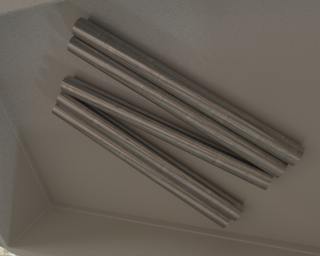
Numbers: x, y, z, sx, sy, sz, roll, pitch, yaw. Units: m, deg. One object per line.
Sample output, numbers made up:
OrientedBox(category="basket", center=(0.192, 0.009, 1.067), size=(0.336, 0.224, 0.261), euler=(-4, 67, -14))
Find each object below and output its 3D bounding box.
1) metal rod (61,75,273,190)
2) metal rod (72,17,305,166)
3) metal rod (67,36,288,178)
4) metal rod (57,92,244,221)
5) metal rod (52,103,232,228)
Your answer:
OrientedBox(category="metal rod", center=(0.001, 0.001, 0.407), size=(0.301, 0.025, 0.025), euler=(26, 128, 12))
OrientedBox(category="metal rod", center=(0.027, -0.047, 0.364), size=(0.301, 0.025, 0.025), euler=(32, 129, 7))
OrientedBox(category="metal rod", center=(0.016, -0.030, 0.380), size=(0.301, 0.025, 0.025), euler=(32, 129, 7))
OrientedBox(category="metal rod", center=(-0.017, 0.035, 0.438), size=(0.301, 0.025, 0.025), euler=(33, 129, 6))
OrientedBox(category="metal rod", center=(-0.029, 0.050, 0.453), size=(0.301, 0.025, 0.025), euler=(33, 129, 6))
